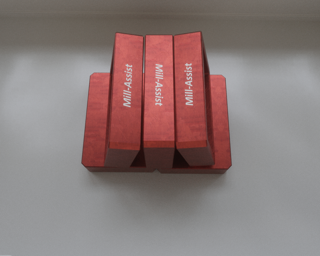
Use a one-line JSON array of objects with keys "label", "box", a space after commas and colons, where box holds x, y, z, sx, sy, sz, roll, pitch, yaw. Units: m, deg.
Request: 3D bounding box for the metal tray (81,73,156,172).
[{"label": "metal tray", "box": [-0.049, -0.009, 0.407, 0.091, 0.030, 0.130, 1, 70, 0]}]

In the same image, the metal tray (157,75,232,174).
[{"label": "metal tray", "box": [0.042, -0.007, 0.408, 0.091, 0.030, 0.130, 1, 70, 0]}]

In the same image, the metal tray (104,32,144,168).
[{"label": "metal tray", "box": [-0.042, -0.028, 0.348, 0.030, 0.090, 0.130, 5, 70, -12]}]

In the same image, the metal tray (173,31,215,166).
[{"label": "metal tray", "box": [0.040, -0.029, 0.350, 0.030, 0.090, 0.130, -5, 70, 14]}]

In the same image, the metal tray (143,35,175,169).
[{"label": "metal tray", "box": [-0.001, -0.027, 0.350, 0.030, 0.090, 0.130, 0, 68, 0]}]
